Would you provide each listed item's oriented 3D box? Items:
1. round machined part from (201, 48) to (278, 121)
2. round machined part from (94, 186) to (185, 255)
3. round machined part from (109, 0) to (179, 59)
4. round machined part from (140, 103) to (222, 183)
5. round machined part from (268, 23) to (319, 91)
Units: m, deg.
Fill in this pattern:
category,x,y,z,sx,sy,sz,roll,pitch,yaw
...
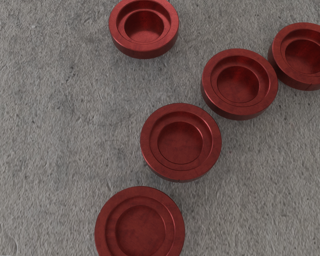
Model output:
category,x,y,z,sx,sy,sz,roll,pitch,yaw
round machined part,0.104,-0.055,0.420,0.099,0.042,0.098,0,70,0
round machined part,-0.022,0.119,0.355,0.099,0.042,0.098,0,70,0
round machined part,-0.022,-0.142,0.451,0.099,0.042,0.098,0,70,0
round machined part,0.025,0.021,0.391,0.099,0.042,0.098,0,70,0
round machined part,0.200,-0.095,0.435,0.099,0.042,0.098,0,70,0
